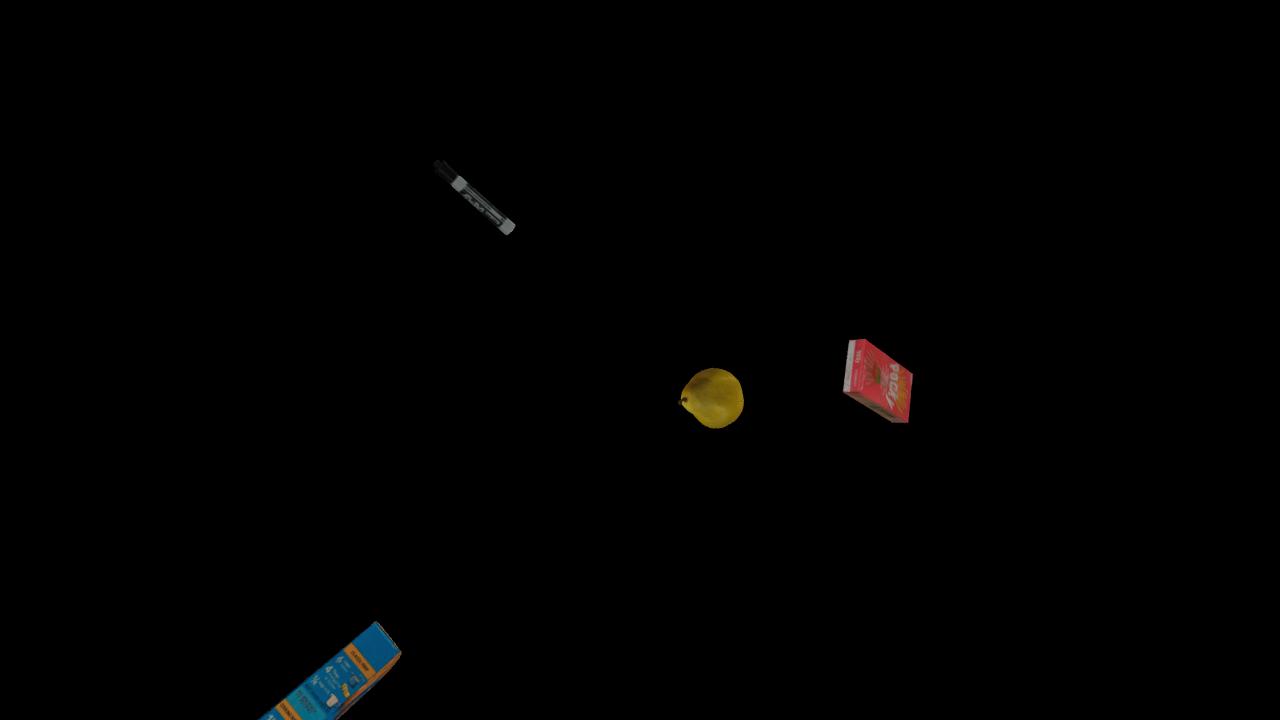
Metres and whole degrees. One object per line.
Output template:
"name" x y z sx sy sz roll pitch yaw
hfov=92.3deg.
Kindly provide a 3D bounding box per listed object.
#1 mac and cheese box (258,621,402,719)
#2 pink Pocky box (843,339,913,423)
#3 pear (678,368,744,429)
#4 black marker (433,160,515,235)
"mac and cheese box" -0.278 0.291 0.473 0.184 0.041 0.093 -37 -11 -45
"pink Pocky box" 0.362 0.034 0.928 0.155 0.084 0.029 26 -21 -36
"pear" 0.081 0.047 0.797 0.111 0.080 0.080 13 -8 -41
"black marker" -0.207 -0.203 0.769 0.121 0.020 0.020 41 -24 -32
